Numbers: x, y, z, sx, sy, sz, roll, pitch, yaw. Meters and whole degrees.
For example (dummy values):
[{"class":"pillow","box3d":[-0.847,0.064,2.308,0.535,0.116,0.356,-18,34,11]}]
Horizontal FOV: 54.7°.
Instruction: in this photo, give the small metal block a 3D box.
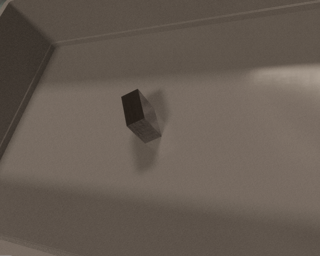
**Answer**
[{"class":"small metal block","box3d":[-0.024,-0.015,0.410,0.025,0.050,0.050,-25,53,13]}]
